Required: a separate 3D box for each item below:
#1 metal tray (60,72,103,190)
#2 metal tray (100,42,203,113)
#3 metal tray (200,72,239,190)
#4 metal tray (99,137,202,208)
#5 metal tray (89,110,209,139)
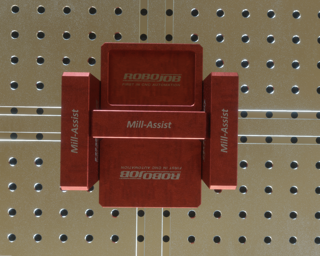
[{"bbox_3d":[-0.092,0.003,0.379,0.030,0.090,0.129,1,90,0],"label":"metal tray"},{"bbox_3d":[-0.011,-0.064,0.410,0.131,0.030,0.089,1,90,-1],"label":"metal tray"},{"bbox_3d":[0.070,0.003,0.381,0.030,0.090,0.129,1,90,0],"label":"metal tray"},{"bbox_3d":[-0.012,0.057,0.409,0.131,0.030,0.089,1,90,-1],"label":"metal tray"},{"bbox_3d":[-0.012,-0.004,0.379,0.131,0.090,0.030,1,90,-1],"label":"metal tray"}]
